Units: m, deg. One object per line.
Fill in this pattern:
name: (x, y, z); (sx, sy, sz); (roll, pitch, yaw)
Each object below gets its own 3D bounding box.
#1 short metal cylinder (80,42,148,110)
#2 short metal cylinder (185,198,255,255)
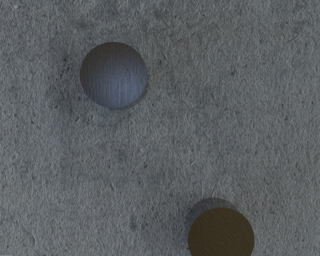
short metal cylinder: (-0.056, -0.064, 0.397); (0.081, 0.050, 0.080); (0, 90, 0)
short metal cylinder: (0.074, 0.135, 0.398); (0.081, 0.050, 0.080); (0, 90, 0)
